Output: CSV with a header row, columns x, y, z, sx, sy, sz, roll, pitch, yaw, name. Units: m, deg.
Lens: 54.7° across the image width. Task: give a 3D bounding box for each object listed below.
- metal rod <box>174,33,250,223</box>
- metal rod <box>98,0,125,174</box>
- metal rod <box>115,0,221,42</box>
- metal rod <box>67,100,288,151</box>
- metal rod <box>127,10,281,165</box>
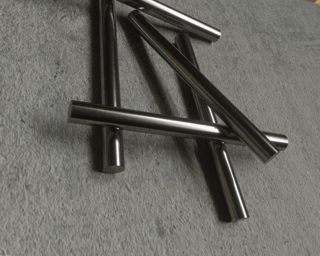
x,y,z,sx,sy,sz,roll,pitch,yaw,name
0.068,-0.017,0.450,0.025,0.025,0.299,1,61,-28,metal rod
-0.068,-0.084,0.417,0.025,0.025,0.299,7,59,-25,metal rod
-0.026,-0.195,0.483,0.302,0.025,0.025,12,56,-30,metal rod
0.041,0.002,0.390,0.302,0.025,0.025,8,58,-24,metal rod
0.046,-0.070,0.429,0.025,0.025,0.300,-22,61,-36,metal rod
